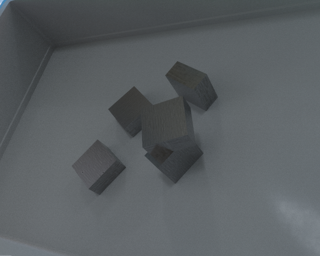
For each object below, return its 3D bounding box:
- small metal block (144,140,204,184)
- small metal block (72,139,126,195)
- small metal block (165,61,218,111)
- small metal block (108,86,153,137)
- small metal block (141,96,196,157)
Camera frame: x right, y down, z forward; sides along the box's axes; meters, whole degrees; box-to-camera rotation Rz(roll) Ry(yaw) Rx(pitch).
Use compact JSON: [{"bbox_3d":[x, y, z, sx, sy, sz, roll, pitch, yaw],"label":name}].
[{"bbox_3d":[0.018,0.031,0.361,0.050,0.050,0.025,-47,51,-5],"label":"small metal block"},{"bbox_3d":[-0.082,0.052,0.415,0.050,0.025,0.050,-46,52,-5],"label":"small metal block"},{"bbox_3d":[0.041,-0.054,0.400,0.050,0.050,0.025,34,81,38],"label":"small metal block"},{"bbox_3d":[-0.037,-0.024,0.438,0.050,0.025,0.050,-42,51,-1],"label":"small metal block"},{"bbox_3d":[0.008,-0.002,0.337,0.050,0.025,0.050,-16,55,18],"label":"small metal block"}]
